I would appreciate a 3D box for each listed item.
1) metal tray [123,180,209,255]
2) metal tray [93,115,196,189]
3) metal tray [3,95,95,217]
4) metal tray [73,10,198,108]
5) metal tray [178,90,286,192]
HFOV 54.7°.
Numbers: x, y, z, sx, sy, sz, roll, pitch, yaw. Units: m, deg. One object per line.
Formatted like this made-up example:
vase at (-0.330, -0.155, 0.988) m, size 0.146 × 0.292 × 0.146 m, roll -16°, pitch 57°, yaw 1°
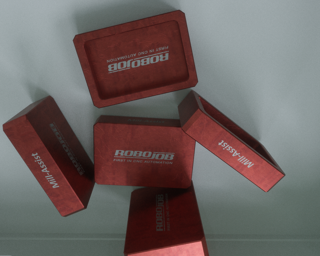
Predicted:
metal tray at (0.006, 0.118, 0.396) m, size 0.090 × 0.130 × 0.030 m, roll -12°, pitch 110°, yaw 3°
metal tray at (-0.021, 0.033, 0.417) m, size 0.131 × 0.030 × 0.089 m, roll 3°, pitch 110°, yaw -2°
metal tray at (-0.128, 0.032, 0.384) m, size 0.030 × 0.090 × 0.129 m, roll -24°, pitch 109°, yaw 7°
metal tray at (-0.027, -0.083, 0.376) m, size 0.131 × 0.030 × 0.089 m, roll -13°, pitch 110°, yaw 4°
metal tray at (0.083, 0.013, 0.380) m, size 0.130 × 0.090 × 0.030 m, roll 36°, pitch 107°, yaw -13°
